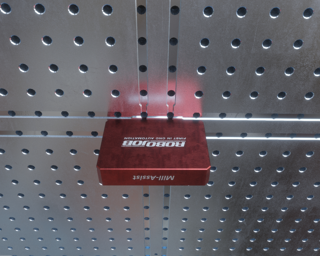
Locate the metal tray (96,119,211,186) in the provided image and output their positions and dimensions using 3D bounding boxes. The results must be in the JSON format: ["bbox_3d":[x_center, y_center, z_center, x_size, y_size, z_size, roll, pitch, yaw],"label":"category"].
[{"bbox_3d":[-0.007,0.028,0.392,0.131,0.090,0.030,0,130,0],"label":"metal tray"}]
